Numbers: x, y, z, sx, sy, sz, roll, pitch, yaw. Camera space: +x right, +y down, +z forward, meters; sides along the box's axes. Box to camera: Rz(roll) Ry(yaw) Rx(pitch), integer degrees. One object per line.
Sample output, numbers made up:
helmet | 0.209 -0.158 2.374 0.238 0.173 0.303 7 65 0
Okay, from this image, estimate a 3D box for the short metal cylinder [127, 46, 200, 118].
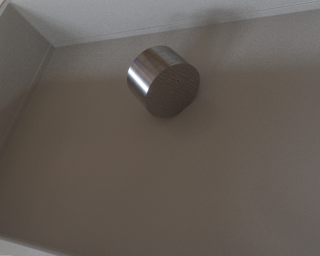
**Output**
short metal cylinder | 0.005 -0.060 0.403 0.080 0.080 0.050 -41 51 0
